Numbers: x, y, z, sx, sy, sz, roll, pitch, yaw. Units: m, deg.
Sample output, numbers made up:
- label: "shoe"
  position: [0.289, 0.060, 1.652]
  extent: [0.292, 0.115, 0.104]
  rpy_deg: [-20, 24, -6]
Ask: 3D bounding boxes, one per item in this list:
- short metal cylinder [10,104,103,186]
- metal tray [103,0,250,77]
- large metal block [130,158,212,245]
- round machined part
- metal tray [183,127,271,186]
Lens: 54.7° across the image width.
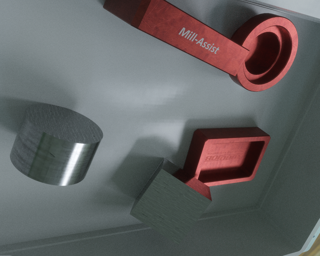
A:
- label: "short metal cylinder"
  position: [-0.107, 0.016, 0.325]
  extent: [0.081, 0.080, 0.050]
  rpy_deg: [14, 111, -35]
- label: "metal tray"
  position: [0.017, -0.100, 0.315]
  extent: [0.131, 0.090, 0.030]
  rpy_deg: [16, 110, -35]
- label: "large metal block"
  position: [0.016, 0.103, 0.443]
  extent: [0.080, 0.050, 0.080]
  rpy_deg: [34, 102, -2]
- label: "round machined part"
  position: [0.128, -0.101, 0.408]
  extent: [0.099, 0.042, 0.097]
  rpy_deg: [-14, 125, -21]
- label: "metal tray"
  position: [0.106, 0.046, 0.493]
  extent: [0.131, 0.030, 0.089]
  rpy_deg: [-2, 119, -28]
